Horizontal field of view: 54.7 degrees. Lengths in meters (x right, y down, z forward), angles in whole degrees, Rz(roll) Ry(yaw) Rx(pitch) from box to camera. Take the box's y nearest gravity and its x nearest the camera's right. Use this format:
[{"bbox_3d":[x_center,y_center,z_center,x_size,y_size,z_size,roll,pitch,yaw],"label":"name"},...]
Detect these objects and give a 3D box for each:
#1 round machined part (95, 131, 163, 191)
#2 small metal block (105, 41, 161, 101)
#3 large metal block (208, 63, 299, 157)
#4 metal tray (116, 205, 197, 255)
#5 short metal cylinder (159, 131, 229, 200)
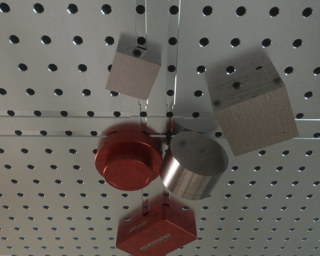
[{"bbox_3d":[-0.044,0.054,0.446,0.099,0.042,0.097,0,130,0],"label":"round machined part"},{"bbox_3d":[-0.031,-0.064,0.356,0.050,0.025,0.050,15,129,-13],"label":"small metal block"},{"bbox_3d":[0.114,-0.020,0.379,0.080,0.050,0.080,-21,127,16],"label":"large metal block"},{"bbox_3d":[-0.007,0.201,0.580,0.090,0.030,0.130,37,121,-27],"label":"metal tray"},{"bbox_3d":[0.045,0.050,0.418,0.081,0.080,0.050,12,129,-11],"label":"short metal cylinder"}]
